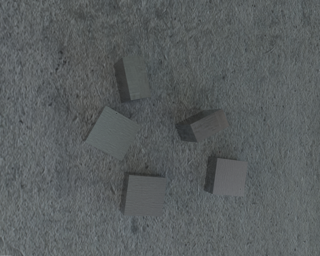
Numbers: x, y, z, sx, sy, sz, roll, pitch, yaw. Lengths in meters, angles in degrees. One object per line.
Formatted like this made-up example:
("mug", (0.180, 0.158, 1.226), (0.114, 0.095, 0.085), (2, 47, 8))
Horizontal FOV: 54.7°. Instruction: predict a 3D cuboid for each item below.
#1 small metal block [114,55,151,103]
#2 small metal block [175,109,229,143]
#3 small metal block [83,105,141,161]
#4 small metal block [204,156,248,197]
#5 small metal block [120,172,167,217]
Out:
("small metal block", (-0.035, -0.059, 0.382), (0.025, 0.050, 0.050), (-13, 95, -20))
("small metal block", (0.055, -0.004, 0.416), (0.050, 0.050, 0.025), (-26, 99, -18))
("small metal block", (-0.060, 0.007, 0.387), (0.050, 0.025, 0.050), (31, 80, -18))
("small metal block", (0.094, 0.069, 0.444), (0.050, 0.025, 0.050), (9, 87, -20))
("small metal block", (-0.022, 0.086, 0.401), (0.050, 0.025, 0.050), (8, 87, -20))
